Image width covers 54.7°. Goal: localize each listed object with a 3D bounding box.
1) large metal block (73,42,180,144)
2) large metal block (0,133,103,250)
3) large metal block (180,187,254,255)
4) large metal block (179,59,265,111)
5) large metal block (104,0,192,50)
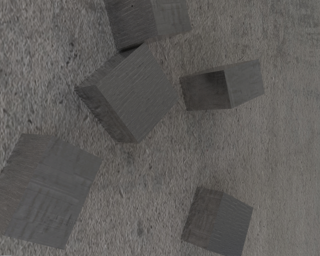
[{"bbox_3d":[-0.036,-0.039,0.358,0.080,0.050,0.080,-49,119,-29],"label":"large metal block"},{"bbox_3d":[-0.107,0.052,0.279,0.050,0.080,0.080,33,70,-35],"label":"large metal block"},{"bbox_3d":[0.087,0.142,0.461,0.080,0.050,0.080,32,70,-36],"label":"large metal block"},{"bbox_3d":[0.089,-0.061,0.443,0.081,0.080,0.050,-23,105,-38],"label":"large metal block"},{"bbox_3d":[-0.018,-0.140,0.353,0.050,0.080,0.080,-23,105,-38],"label":"large metal block"}]
